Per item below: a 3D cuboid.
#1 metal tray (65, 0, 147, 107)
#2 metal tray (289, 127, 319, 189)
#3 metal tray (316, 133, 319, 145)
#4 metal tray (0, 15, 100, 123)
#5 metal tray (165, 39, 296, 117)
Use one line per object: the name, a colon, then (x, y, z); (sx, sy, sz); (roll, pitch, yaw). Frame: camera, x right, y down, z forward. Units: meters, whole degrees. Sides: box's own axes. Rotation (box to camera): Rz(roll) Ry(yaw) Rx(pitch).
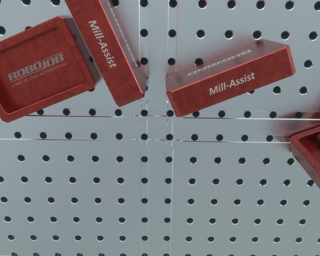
metal tray: (-0.055, -0.097, 0.342); (0.030, 0.090, 0.130); (-22, 109, 8)
metal tray: (0.244, 0.023, 0.387); (0.130, 0.090, 0.030); (-20, 116, 7)
metal tray: (0.280, -0.008, 0.393); (0.090, 0.030, 0.129); (26, 115, -20)
metal tray: (-0.153, -0.071, 0.383); (0.130, 0.030, 0.090); (-21, 109, 7)
metal tray: (0.073, -0.061, 0.356); (0.130, 0.090, 0.030); (-20, 109, 7)
